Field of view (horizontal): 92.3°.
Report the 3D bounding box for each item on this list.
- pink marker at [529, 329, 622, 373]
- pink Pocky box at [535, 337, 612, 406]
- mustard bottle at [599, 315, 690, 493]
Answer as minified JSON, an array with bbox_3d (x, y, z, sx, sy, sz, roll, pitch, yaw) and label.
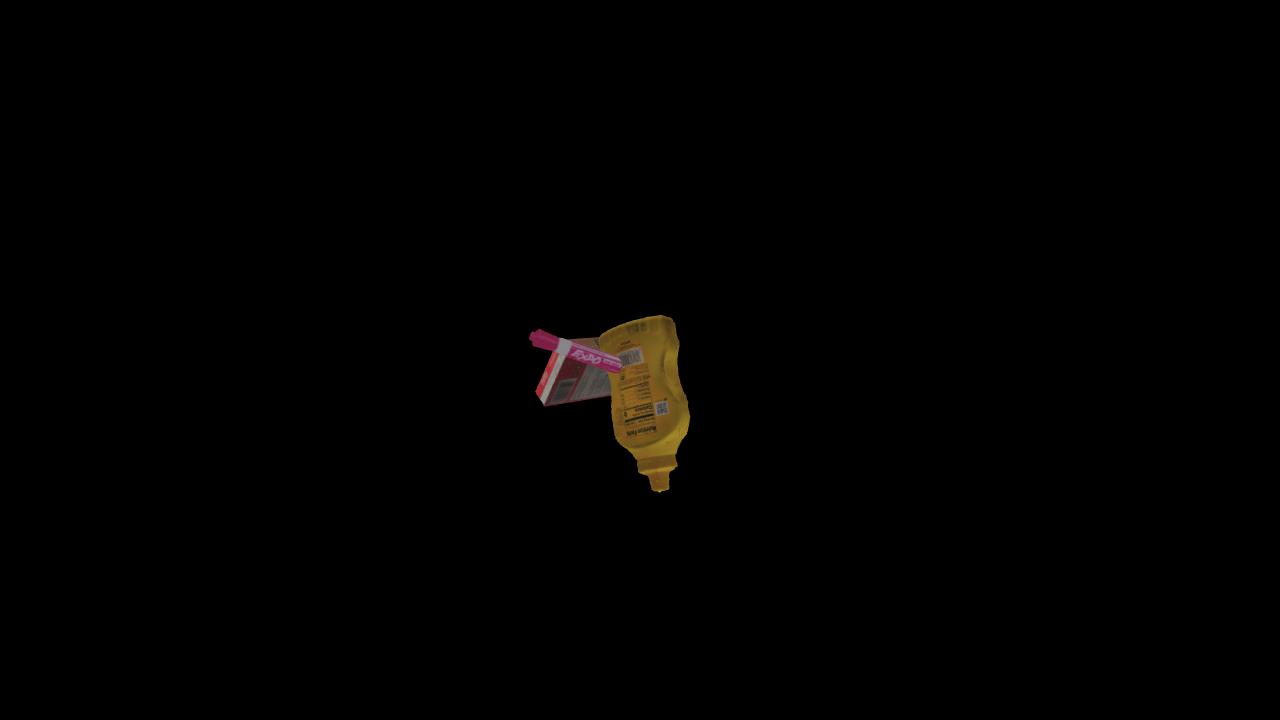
[{"bbox_3d":[-0.060,-0.006,0.651,0.121,0.020,0.020,19,-9,-26],"label":"pink marker"},{"bbox_3d":[-0.046,0.010,0.752,0.155,0.084,0.029,-6,47,-42],"label":"pink Pocky box"},{"bbox_3d":[0.008,0.050,0.665,0.092,0.184,0.054,-15,-15,23],"label":"mustard bottle"}]
